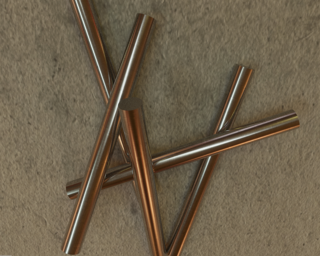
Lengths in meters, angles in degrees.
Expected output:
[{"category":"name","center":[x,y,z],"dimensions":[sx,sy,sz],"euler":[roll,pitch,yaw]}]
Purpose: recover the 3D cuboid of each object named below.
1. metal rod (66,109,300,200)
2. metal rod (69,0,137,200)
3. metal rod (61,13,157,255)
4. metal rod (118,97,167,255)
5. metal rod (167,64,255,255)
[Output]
[{"category":"metal rod","center":[0.024,0.036,0.395],"dimensions":[0.301,0.025,0.025],"euler":[-18,109,6]},{"category":"metal rod","center":[-0.058,-0.033,0.396],"dimensions":[0.025,0.025,0.298],"euler":[-14,110,5]},{"category":"metal rod","center":[-0.064,0.011,0.376],"dimensions":[0.025,0.025,0.298],"euler":[18,95,-7]},{"category":"metal rod","center":[-0.015,0.094,0.400],"dimensions":[0.025,0.025,0.298],"euler":[-6,127,2]},{"category":"metal rod","center":[0.064,0.058,0.432],"dimensions":[0.025,0.025,0.298],"euler":[15,109,-6]}]
